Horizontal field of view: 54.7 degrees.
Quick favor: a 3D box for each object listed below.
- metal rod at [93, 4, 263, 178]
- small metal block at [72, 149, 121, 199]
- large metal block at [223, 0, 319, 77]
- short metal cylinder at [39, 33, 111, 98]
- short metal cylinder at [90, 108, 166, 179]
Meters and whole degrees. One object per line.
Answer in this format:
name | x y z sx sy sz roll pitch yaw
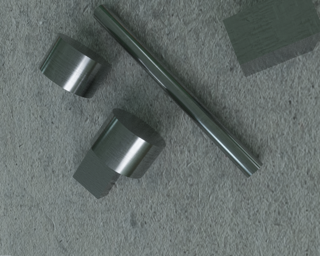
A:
metal rod | 0.015 -0.056 0.402 0.025 0.025 0.300 -46 76 14
small metal block | -0.087 0.063 0.438 0.050 0.025 0.050 37 101 16
large metal block | 0.121 -0.100 0.337 0.080 0.080 0.050 -21 83 18
short metal cylinder | -0.113 -0.084 0.418 0.080 0.080 0.050 39 102 15
short metal cylinder | -0.040 0.019 0.393 0.080 0.080 0.050 40 103 15
